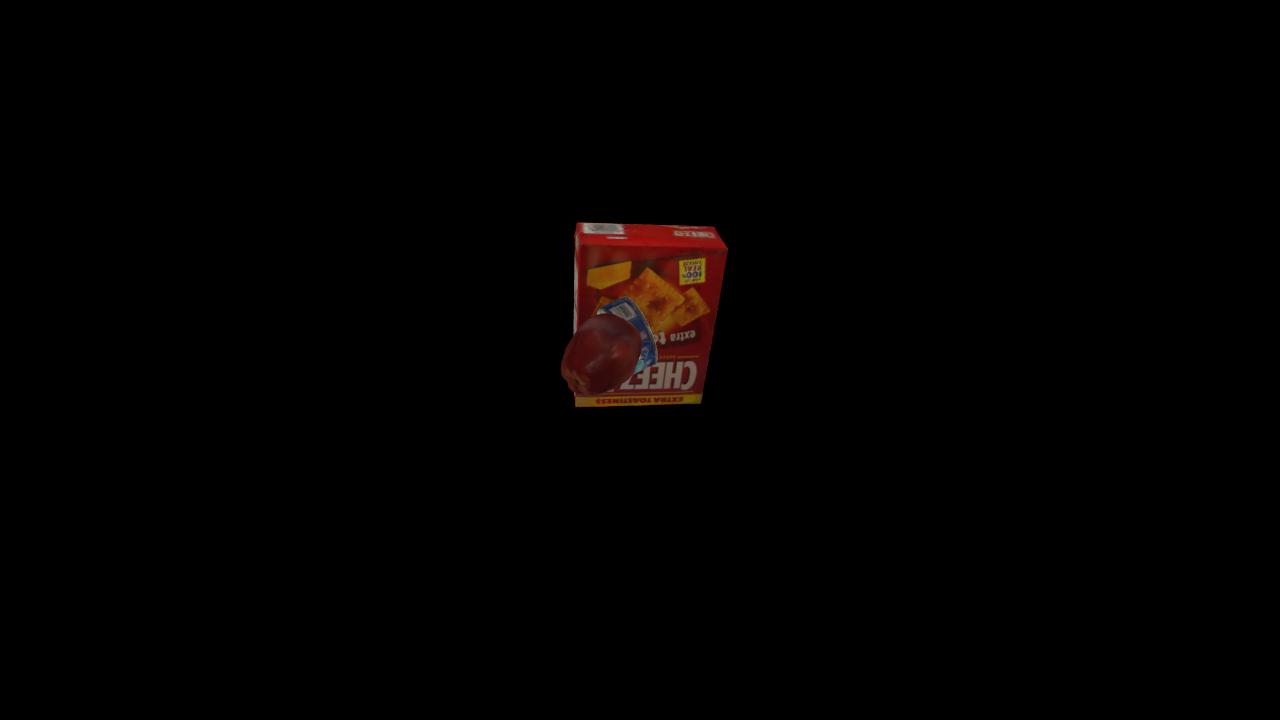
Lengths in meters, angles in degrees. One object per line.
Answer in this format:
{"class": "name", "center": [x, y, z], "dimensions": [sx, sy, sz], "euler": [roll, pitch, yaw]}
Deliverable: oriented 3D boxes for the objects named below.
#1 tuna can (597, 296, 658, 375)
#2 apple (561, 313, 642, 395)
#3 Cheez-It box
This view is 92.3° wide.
{"class": "tuna can", "center": [-0.015, -0.026, 0.682], "dimensions": [0.034, 0.084, 0.084], "euler": [-26, 8, -17]}
{"class": "apple", "center": [-0.039, -0.006, 0.644], "dimensions": [0.079, 0.079, 0.093], "euler": [0, 35, 49]}
{"class": "Cheez-It box", "center": [0.003, -0.049, 0.740], "dimensions": [0.166, 0.223, 0.071], "euler": [0, 34, -9]}
